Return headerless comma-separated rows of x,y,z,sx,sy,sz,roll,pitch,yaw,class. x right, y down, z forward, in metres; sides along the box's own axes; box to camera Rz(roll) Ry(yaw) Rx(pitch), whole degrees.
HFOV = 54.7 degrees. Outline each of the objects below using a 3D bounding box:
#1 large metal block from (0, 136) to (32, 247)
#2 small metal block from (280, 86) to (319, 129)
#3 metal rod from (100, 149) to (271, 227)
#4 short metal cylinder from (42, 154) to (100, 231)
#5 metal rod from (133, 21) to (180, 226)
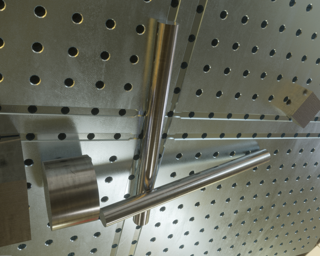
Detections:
-0.168,0.065,0.324,0.050,0.080,0.079,-6,121,-26,large metal block
0.239,-0.034,0.520,0.050,0.025,0.050,31,101,-38,small metal block
0.055,0.082,0.468,0.303,0.025,0.025,-15,125,-29,metal rod
-0.106,0.074,0.363,0.050,0.080,0.079,-7,122,-25,short metal cylinder
-0.010,0.013,0.413,0.025,0.025,0.298,-6,121,-25,metal rod
